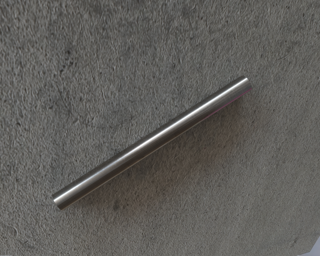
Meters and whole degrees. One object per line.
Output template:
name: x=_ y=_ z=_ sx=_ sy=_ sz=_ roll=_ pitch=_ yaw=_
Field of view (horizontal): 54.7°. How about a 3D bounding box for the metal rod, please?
metal rod: x=-0.005 y=0.016 z=0.418 sx=0.301 sy=0.025 sz=0.025 roll=-32 pitch=129 yaw=-8
